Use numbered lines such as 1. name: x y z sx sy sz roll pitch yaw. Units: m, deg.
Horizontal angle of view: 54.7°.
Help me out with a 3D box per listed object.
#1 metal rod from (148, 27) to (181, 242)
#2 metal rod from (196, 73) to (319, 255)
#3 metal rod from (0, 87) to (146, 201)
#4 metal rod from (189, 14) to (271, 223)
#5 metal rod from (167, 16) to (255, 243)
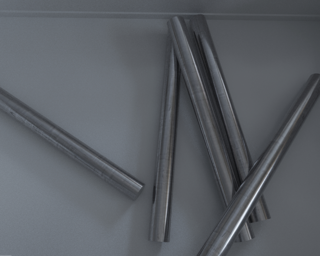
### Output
1. metal rod: 0.011 -0.008 0.412 0.025 0.025 0.299 5 70 2
2. metal rod: 0.133 0.037 0.374 0.025 0.025 0.301 35 65 12
3. metal rod: -0.150 0.001 0.407 0.301 0.025 0.025 32 73 11
4. metal rod: 0.088 -0.027 0.419 0.025 0.025 0.299 -12 70 -4
5. metal rod: 0.060 -0.009 0.398 0.025 0.025 0.299 -14 76 -5
